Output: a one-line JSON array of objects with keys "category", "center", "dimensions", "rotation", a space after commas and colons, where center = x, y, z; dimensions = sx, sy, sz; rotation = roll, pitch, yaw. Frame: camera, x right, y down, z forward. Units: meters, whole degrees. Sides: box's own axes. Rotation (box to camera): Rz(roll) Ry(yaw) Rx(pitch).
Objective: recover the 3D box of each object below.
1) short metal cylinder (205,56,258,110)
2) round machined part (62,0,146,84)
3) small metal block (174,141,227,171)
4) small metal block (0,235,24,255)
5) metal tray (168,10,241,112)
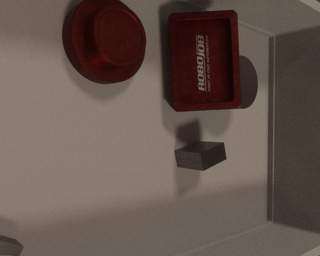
[{"category": "short metal cylinder", "center": [0.108, -0.069, 0.484], "dimensions": [0.081, 0.050, 0.079], "rotation": [0, 90, -40]}, {"category": "round machined part", "center": [-0.055, -0.100, 0.351], "dimensions": [0.099, 0.042, 0.097], "rotation": [0, 90, -40]}, {"category": "small metal block", "center": [0.058, 0.038, 0.441], "dimensions": [0.050, 0.050, 0.025], "rotation": [-19, 102, -39]}, {"category": "small metal block", "center": [-0.160, 0.120, 0.274], "dimensions": [0.050, 0.025, 0.050], "rotation": [35, 68, -35]}, {"category": "metal tray", "center": [0.060, -0.089, 0.422], "dimensions": [0.091, 0.030, 0.129], "rotation": [-3, 93, 0]}]
